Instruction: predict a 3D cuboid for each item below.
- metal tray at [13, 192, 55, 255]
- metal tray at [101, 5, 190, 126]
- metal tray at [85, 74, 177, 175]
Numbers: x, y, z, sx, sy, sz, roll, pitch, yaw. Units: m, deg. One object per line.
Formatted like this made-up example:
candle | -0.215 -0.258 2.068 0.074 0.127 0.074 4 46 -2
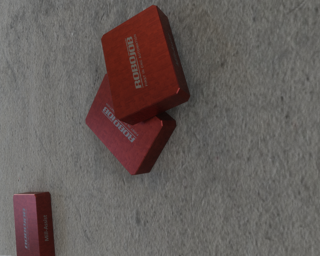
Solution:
metal tray | -0.245 0.191 0.600 0.090 0.030 0.129 -10 84 39
metal tray | -0.022 -0.079 0.393 0.090 0.030 0.130 -23 67 23
metal tray | -0.047 -0.008 0.438 0.130 0.030 0.089 43 115 31
